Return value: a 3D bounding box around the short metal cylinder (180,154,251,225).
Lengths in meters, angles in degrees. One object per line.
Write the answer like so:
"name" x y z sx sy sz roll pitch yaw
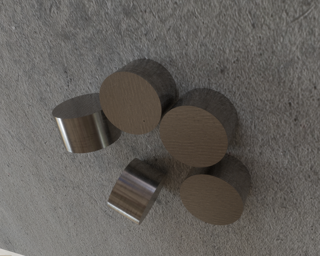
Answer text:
"short metal cylinder" 0.072 0.078 0.401 0.080 0.050 0.079 13 124 21

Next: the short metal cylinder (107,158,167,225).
"short metal cylinder" -0.031 0.090 0.443 0.050 0.080 0.079 28 128 11

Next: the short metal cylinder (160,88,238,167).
"short metal cylinder" 0.047 -0.001 0.366 0.080 0.050 0.079 13 124 21

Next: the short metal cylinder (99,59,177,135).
"short metal cylinder" -0.026 -0.039 0.378 0.080 0.050 0.079 12 122 19

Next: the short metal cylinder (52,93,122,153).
"short metal cylinder" -0.097 -0.009 0.417 0.080 0.080 0.050 4 120 26
